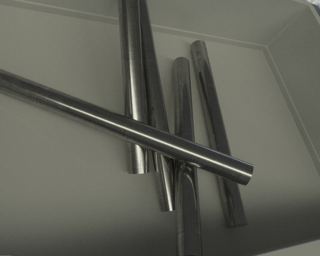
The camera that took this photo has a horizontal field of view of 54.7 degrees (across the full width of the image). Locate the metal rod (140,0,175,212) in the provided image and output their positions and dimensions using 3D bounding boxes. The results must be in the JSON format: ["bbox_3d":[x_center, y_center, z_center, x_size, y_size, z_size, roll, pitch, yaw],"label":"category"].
[{"bbox_3d":[-0.010,-0.050,0.386,0.025,0.025,0.299,-3,77,-30],"label":"metal rod"}]

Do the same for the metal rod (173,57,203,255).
[{"bbox_3d":[0.030,0.010,0.386,0.025,0.025,0.300,18,45,-18],"label":"metal rod"}]

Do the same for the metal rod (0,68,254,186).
[{"bbox_3d":[-0.045,-0.003,0.338,0.301,0.025,0.025,21,53,1],"label":"metal rod"}]

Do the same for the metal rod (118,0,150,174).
[{"bbox_3d":[-0.034,-0.097,0.365,0.025,0.025,0.298,-3,89,-30],"label":"metal rod"}]

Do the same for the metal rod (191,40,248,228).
[{"bbox_3d":[0.080,-0.010,0.454,0.025,0.025,0.299,8,58,-24],"label":"metal rod"}]
